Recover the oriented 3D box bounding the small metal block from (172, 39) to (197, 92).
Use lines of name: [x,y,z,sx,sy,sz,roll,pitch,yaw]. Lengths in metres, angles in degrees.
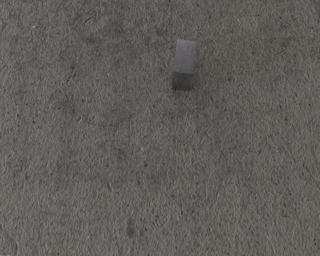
small metal block: [0.033,-0.085,0.426,0.025,0.050,0.050,7,70,3]
